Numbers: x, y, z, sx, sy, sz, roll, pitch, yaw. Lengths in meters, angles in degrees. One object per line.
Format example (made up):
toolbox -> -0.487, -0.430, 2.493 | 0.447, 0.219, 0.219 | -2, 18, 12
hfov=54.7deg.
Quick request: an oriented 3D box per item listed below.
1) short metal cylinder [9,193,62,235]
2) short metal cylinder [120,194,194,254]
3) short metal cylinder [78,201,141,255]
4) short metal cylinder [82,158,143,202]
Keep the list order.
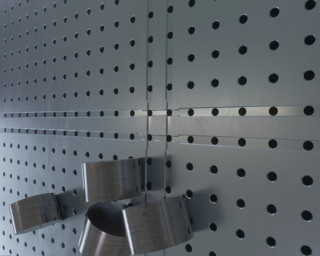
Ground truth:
short metal cylinder -> -0.224, 0.154, 0.559 | 0.080, 0.081, 0.050 | -31, 71, 36
short metal cylinder -> -0.004, 0.115, 0.377 | 0.080, 0.081, 0.050 | -23, 76, 38
short metal cylinder -> -0.067, 0.145, 0.429 | 0.080, 0.081, 0.050 | 29, 108, 36
short metal cylinder -> -0.065, 0.070, 0.428 | 0.080, 0.081, 0.050 | -9, 85, 39
